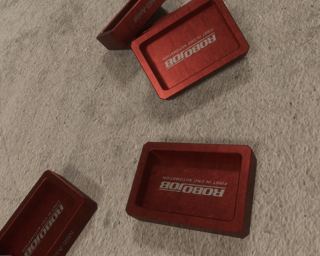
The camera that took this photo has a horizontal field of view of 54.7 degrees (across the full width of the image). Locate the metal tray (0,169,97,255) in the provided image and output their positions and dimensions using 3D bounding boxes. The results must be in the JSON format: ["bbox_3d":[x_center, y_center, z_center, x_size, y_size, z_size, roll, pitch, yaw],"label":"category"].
[{"bbox_3d":[-0.152,0.130,0.398,0.090,0.030,0.130,25,75,36],"label":"metal tray"}]

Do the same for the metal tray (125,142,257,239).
[{"bbox_3d":[0.034,0.063,0.342,0.130,0.030,0.090,1,62,28],"label":"metal tray"}]

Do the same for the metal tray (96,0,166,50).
[{"bbox_3d":[-0.043,-0.189,0.513,0.130,0.030,0.090,-51,26,-9],"label":"metal tray"}]

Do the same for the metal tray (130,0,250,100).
[{"bbox_3d":[0.039,-0.106,0.412,0.130,0.030,0.090,-30,88,10],"label":"metal tray"}]

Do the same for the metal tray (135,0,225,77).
[{"bbox_3d":[0.034,-0.138,0.466,0.130,0.030,0.090,-27,53,10],"label":"metal tray"}]
